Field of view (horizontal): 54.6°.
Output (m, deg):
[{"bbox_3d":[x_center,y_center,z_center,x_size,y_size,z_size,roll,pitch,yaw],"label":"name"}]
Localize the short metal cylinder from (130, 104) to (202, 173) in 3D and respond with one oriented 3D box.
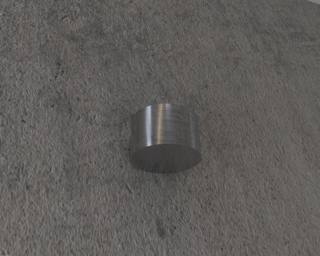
[{"bbox_3d":[0.006,0.015,0.362,0.081,0.080,0.050,12,57,-22],"label":"short metal cylinder"}]
